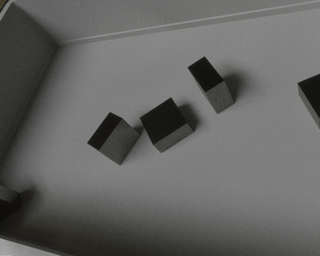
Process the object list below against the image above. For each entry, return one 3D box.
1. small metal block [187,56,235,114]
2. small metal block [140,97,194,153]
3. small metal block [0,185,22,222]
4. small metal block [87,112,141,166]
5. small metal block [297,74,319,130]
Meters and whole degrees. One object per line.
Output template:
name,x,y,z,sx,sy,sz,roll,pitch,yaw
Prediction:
small metal block,0.064,-0.053,0.389,0.025,0.050,0.050,-33,52,7
small metal block,0.008,-0.004,0.404,0.050,0.025,0.050,-33,51,6
small metal block,-0.240,0.110,0.449,0.050,0.050,0.025,-35,51,5
small metal block,-0.060,0.015,0.412,0.025,0.050,0.050,26,76,37
small metal block,0.183,-0.033,0.330,0.050,0.025,0.050,-23,53,14
